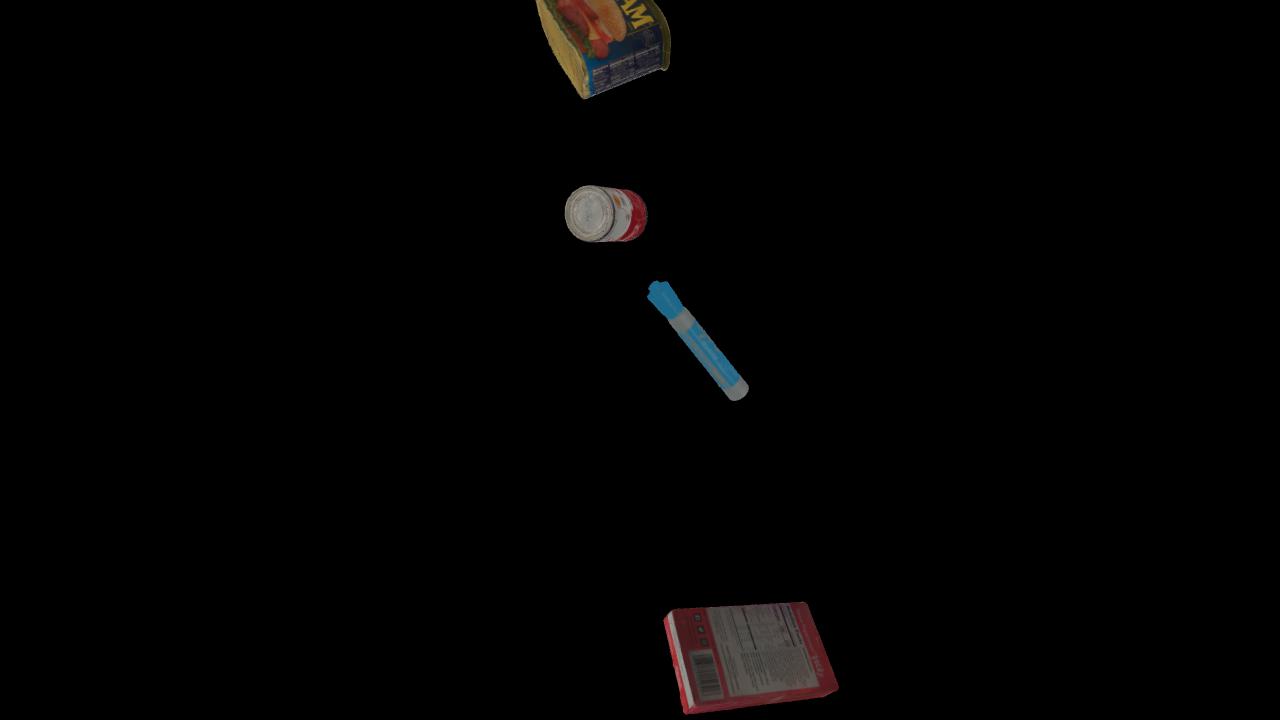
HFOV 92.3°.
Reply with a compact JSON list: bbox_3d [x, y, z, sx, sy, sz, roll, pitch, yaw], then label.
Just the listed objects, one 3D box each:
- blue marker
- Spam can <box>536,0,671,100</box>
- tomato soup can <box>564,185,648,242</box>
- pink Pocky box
[{"bbox_3d":[0.045,-0.014,0.469,0.020,0.020,0.121,0,-42,52],"label":"blue marker"},{"bbox_3d":[-0.033,-0.292,0.547,0.085,0.101,0.058,-26,-18,-9],"label":"Spam can"},{"bbox_3d":[-0.040,-0.180,0.761,0.068,0.068,0.101,0,10,23],"label":"tomato soup can"},{"bbox_3d":[0.103,0.274,0.574,0.155,0.084,0.029,6,-46,-23],"label":"pink Pocky box"}]
